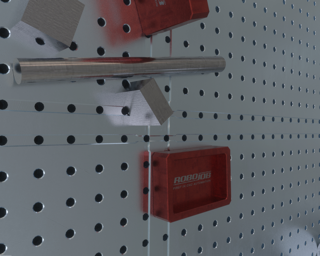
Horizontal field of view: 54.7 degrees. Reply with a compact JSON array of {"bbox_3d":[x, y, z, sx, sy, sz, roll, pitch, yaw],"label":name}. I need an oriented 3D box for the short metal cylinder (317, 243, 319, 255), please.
[{"bbox_3d":[0.421,0.299,0.727,0.050,0.080,0.080,15,81,-39],"label":"short metal cylinder"}]

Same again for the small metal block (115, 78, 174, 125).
[{"bbox_3d":[-0.019,-0.030,0.377,0.025,0.050,0.050,-46,118,-30],"label":"small metal block"}]

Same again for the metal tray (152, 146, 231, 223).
[{"bbox_3d":[0.050,0.075,0.447,0.131,0.030,0.089,-3,92,-40],"label":"metal tray"}]

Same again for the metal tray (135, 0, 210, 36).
[{"bbox_3d":[0.003,-0.186,0.368,0.030,0.090,0.129,-24,105,-38],"label":"metal tray"}]

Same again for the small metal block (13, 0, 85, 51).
[{"bbox_3d":[-0.112,-0.114,0.315,0.050,0.025,0.050,25,75,-37],"label":"small metal block"}]

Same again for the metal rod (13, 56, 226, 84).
[{"bbox_3d":[-0.021,-0.077,0.390,0.302,0.025,0.025,-11,98,-39],"label":"metal rod"}]
